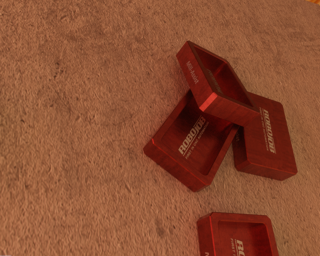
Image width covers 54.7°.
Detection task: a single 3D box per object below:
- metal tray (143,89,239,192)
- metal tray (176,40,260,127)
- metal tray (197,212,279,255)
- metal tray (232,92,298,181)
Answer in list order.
[{"bbox_3d":[0.048,0.010,0.419,0.090,0.030,0.131,39,51,-2],"label":"metal tray"},{"bbox_3d":[0.082,-0.066,0.452,0.091,0.030,0.130,17,39,-32],"label":"metal tray"},{"bbox_3d":[0.094,0.165,0.349,0.091,0.030,0.130,10,57,-23],"label":"metal tray"},{"bbox_3d":[0.156,0.009,0.478,0.091,0.030,0.130,15,56,-20],"label":"metal tray"}]
